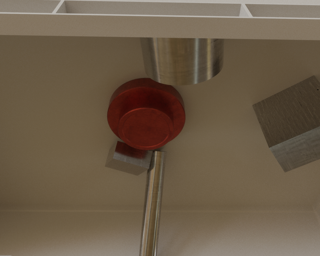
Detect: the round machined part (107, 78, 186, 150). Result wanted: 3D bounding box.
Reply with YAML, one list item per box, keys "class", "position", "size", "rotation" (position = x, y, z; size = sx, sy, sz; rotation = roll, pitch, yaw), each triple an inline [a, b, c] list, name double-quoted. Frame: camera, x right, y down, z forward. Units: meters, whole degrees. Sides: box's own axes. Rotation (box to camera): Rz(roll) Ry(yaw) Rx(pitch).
- class: "round machined part"
  position: [-0.017, -0.010, 0.389]
  size: [0.099, 0.042, 0.097]
  rotation: [-1, 130, 0]

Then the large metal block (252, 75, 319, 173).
- class: "large metal block"
  position: [0.167, -0.005, 0.371]
  size: [0.080, 0.080, 0.050]
  rotation: [-27, 125, 21]

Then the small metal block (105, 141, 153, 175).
- class: "small metal block"
  position: [-0.045, 0.044, 0.433]
  size: [0.050, 0.025, 0.050]
  rotation: [19, 155, -16]

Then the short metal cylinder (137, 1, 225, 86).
- class: "short metal cylinder"
  position: [0.022, -0.084, 0.302]
  size: [0.080, 0.080, 0.050]
  rotation: [-5, 130, 3]

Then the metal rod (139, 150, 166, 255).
- class: "metal rod"
  position: [-0.017, 0.181, 0.438]
  size: [0.025, 0.025, 0.298]
  rotation: [5, 89, -5]
